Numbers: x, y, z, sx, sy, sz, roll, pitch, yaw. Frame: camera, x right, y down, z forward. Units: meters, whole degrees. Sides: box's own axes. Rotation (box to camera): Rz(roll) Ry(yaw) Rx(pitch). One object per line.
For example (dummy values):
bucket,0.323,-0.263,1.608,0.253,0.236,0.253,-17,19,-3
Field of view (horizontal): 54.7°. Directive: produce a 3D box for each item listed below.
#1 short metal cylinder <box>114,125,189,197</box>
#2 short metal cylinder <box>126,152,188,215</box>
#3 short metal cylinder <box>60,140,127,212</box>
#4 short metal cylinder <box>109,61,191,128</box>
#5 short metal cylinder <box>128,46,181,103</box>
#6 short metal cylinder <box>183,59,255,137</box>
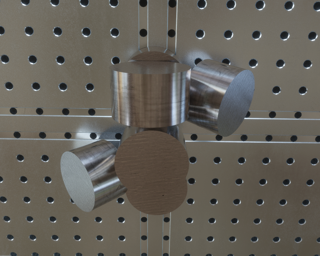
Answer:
short metal cylinder,-0.009,0.031,0.357,0.081,0.050,0.079,0,110,0
short metal cylinder,-0.005,0.071,0.425,0.081,0.050,0.079,0,111,-1
short metal cylinder,-0.085,0.060,0.399,0.050,0.080,0.079,-20,117,-40
short metal cylinder,-0.010,-0.037,0.315,0.081,0.080,0.050,0,110,0
short metal cylinder,-0.008,-0.056,0.379,0.081,0.050,0.079,0,111,0
short metal cylinder,0.068,-0.036,0.364,0.050,0.081,0.079,25,114,34
